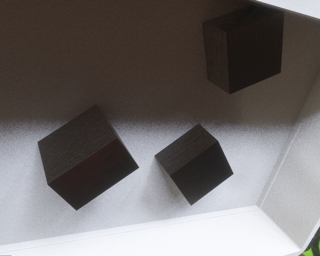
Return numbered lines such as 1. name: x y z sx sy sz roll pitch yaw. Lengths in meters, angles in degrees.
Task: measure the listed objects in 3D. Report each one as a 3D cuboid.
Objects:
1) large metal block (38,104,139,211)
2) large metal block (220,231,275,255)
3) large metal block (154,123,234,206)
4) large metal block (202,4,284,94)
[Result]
1. large metal block: -0.082 0.030 0.348 0.080 0.080 0.050 -34 129 -6
2. large metal block: 0.188 0.277 0.673 0.080 0.050 0.080 24 105 -37
3. large metal block: 0.052 0.054 0.456 0.080 0.050 0.080 -36 130 -5
4. large metal block: 0.104 -0.100 0.390 0.081 0.050 0.080 -23 128 -15
